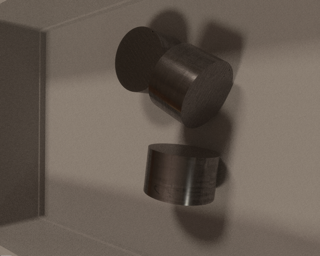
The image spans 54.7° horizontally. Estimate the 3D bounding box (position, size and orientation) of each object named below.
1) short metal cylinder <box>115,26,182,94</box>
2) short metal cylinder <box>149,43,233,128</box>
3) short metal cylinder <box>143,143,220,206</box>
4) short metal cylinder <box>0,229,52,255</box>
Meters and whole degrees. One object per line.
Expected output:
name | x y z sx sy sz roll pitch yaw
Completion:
short metal cylinder | -0.012 -0.084 0.398 0.080 0.050 0.079 0 90 39
short metal cylinder | 0.035 -0.046 0.341 0.050 0.081 0.079 38 113 33
short metal cylinder | 0.024 0.049 0.350 0.080 0.081 0.050 11 97 39
short metal cylinder | -0.251 0.236 0.577 0.050 0.081 0.080 -37 67 33
